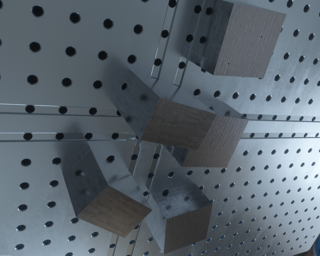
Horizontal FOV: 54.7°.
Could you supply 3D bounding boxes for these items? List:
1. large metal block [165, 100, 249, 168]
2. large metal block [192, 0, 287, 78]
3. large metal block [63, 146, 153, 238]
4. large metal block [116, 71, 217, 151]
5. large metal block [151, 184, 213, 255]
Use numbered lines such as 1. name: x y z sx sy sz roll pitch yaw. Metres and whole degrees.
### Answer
1. large metal block: 0.065 0.008 0.438 0.081 0.050 0.079 5 116 -31
2. large metal block: 0.095 -0.110 0.381 0.081 0.050 0.079 -2 120 -28
3. large metal block: -0.067 0.080 0.390 0.050 0.080 0.080 -46 130 3
4. large metal block: 0.005 -0.021 0.367 0.081 0.080 0.050 13 112 -34
5. large metal block: 0.033 0.148 0.507 0.081 0.050 0.079 -11 123 -23
